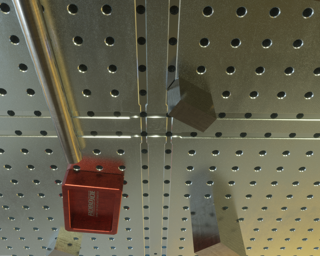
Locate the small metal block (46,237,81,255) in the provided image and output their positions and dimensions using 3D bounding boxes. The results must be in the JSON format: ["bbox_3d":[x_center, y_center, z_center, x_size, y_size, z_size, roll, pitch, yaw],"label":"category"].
[{"bbox_3d":[-0.195,0.249,0.622,0.050,0.025,0.050,28,125,-22],"label":"small metal block"}]

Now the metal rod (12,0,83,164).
[{"bbox_3d":[-0.129,-0.071,0.349,0.025,0.025,0.298,-2,130,1],"label":"metal rod"}]

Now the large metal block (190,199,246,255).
[{"bbox_3d":[0.100,0.184,0.533,0.050,0.080,0.080,-33,123,25],"label":"large metal block"}]

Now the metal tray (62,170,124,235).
[{"bbox_3d":[-0.111,0.127,0.515,0.091,0.030,0.129,7,130,-6],"label":"metal tray"}]

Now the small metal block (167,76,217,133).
[{"bbox_3d":[0.037,-0.029,0.371,0.050,0.050,0.025,26,125,-20],"label":"small metal block"}]
